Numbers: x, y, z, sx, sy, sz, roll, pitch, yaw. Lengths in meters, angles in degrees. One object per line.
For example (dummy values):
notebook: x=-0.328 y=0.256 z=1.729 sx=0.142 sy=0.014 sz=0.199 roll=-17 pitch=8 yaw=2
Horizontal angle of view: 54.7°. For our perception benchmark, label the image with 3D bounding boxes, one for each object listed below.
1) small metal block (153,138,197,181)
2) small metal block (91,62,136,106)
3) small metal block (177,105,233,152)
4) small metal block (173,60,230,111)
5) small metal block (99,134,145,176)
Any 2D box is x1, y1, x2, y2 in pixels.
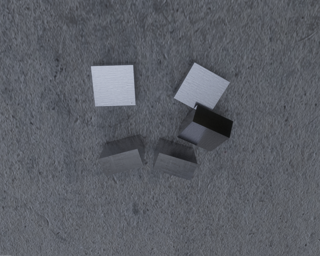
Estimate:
small metal block: x=0.019 y=0.040 z=0.411 sx=0.050 sy=0.050 sz=0.025 roll=17 pitch=109 yaw=-7
small metal block: x=-0.056 y=-0.055 z=0.389 sx=0.050 sy=0.025 sz=0.050 roll=-2 pitch=110 yaw=0
small metal block: x=0.057 y=0.002 z=0.396 sx=0.050 sy=0.025 sz=0.050 roll=24 pitch=150 yaw=-9
small metal block: x=0.051 y=-0.051 z=0.391 sx=0.050 sy=0.025 sz=0.050 roll=27 pitch=108 yaw=-10
small metal block: x=-0.048 y=0.034 z=0.409 sx=0.050 sy=0.050 sz=0.025 roll=-15 pitch=110 yaw=5
